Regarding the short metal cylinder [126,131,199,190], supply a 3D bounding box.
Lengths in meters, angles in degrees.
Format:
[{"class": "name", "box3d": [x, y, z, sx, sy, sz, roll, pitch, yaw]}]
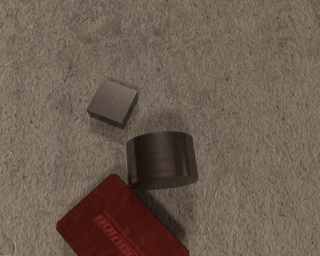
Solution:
[{"class": "short metal cylinder", "box3d": [0.002, 0.041, 0.364, 0.081, 0.080, 0.050, -5, 70, -2]}]

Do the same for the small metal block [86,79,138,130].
[{"class": "small metal block", "box3d": [-0.063, -0.032, 0.419, 0.050, 0.025, 0.050, 21, 71, 7]}]

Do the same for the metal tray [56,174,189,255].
[{"class": "metal tray", "box3d": [-0.042, 0.129, 0.357, 0.090, 0.030, 0.130, -43, 76, -14]}]
